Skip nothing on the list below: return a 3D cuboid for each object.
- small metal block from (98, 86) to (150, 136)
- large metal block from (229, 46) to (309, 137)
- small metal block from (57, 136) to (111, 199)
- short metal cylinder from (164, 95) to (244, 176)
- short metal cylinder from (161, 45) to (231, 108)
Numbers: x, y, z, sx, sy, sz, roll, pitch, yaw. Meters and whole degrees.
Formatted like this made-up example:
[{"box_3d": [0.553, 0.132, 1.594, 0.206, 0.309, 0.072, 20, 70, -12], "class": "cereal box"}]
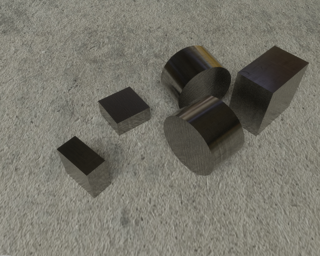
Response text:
[{"box_3d": [-0.048, -0.024, 0.423, 0.050, 0.025, 0.050, -29, 56, -23], "class": "small metal block"}, {"box_3d": [0.140, -0.049, 0.410, 0.080, 0.080, 0.050, -36, 59, -27], "class": "large metal block"}, {"box_3d": [-0.085, 0.044, 0.349, 0.050, 0.050, 0.025, 34, 58, 25], "class": "small metal block"}, {"box_3d": [0.050, 0.008, 0.361, 0.050, 0.080, 0.080, -34, 58, -25], "class": "short metal cylinder"}, {"box_3d": [0.049, -0.064, 0.422, 0.081, 0.080, 0.050, -21, 53, -17], "class": "short metal cylinder"}]
